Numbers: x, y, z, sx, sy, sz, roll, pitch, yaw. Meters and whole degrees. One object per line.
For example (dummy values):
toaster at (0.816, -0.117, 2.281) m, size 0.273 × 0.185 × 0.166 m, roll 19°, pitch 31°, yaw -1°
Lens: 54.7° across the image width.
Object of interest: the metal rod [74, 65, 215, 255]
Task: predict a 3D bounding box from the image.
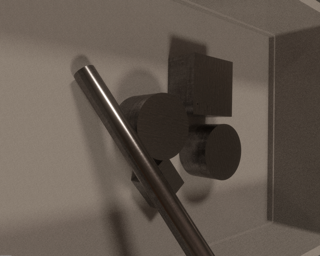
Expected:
metal rod at (-0.002, 0.063, 0.327) m, size 0.025 × 0.025 × 0.299 m, roll -29°, pitch 83°, yaw -37°

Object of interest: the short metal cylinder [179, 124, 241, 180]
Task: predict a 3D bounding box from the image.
short metal cylinder at (0.075, 0.034, 0.455) m, size 0.081 × 0.050 × 0.079 m, roll 0°, pitch 90°, yaw -40°

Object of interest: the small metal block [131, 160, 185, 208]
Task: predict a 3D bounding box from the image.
small metal block at (-0.002, 0.071, 0.407) m, size 0.050 × 0.025 × 0.050 m, roll -47°, pitch 118°, yaw -30°

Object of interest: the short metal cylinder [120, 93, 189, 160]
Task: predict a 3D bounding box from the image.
short metal cylinder at (-0.011, -0.002, 0.383) m, size 0.081 × 0.050 × 0.079 m, roll 0°, pitch 90°, yaw -40°

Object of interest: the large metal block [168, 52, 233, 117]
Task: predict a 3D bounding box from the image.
large metal block at (0.058, -0.057, 0.441) m, size 0.081 × 0.050 × 0.079 m, roll 2°, pitch 89°, yaw -40°
